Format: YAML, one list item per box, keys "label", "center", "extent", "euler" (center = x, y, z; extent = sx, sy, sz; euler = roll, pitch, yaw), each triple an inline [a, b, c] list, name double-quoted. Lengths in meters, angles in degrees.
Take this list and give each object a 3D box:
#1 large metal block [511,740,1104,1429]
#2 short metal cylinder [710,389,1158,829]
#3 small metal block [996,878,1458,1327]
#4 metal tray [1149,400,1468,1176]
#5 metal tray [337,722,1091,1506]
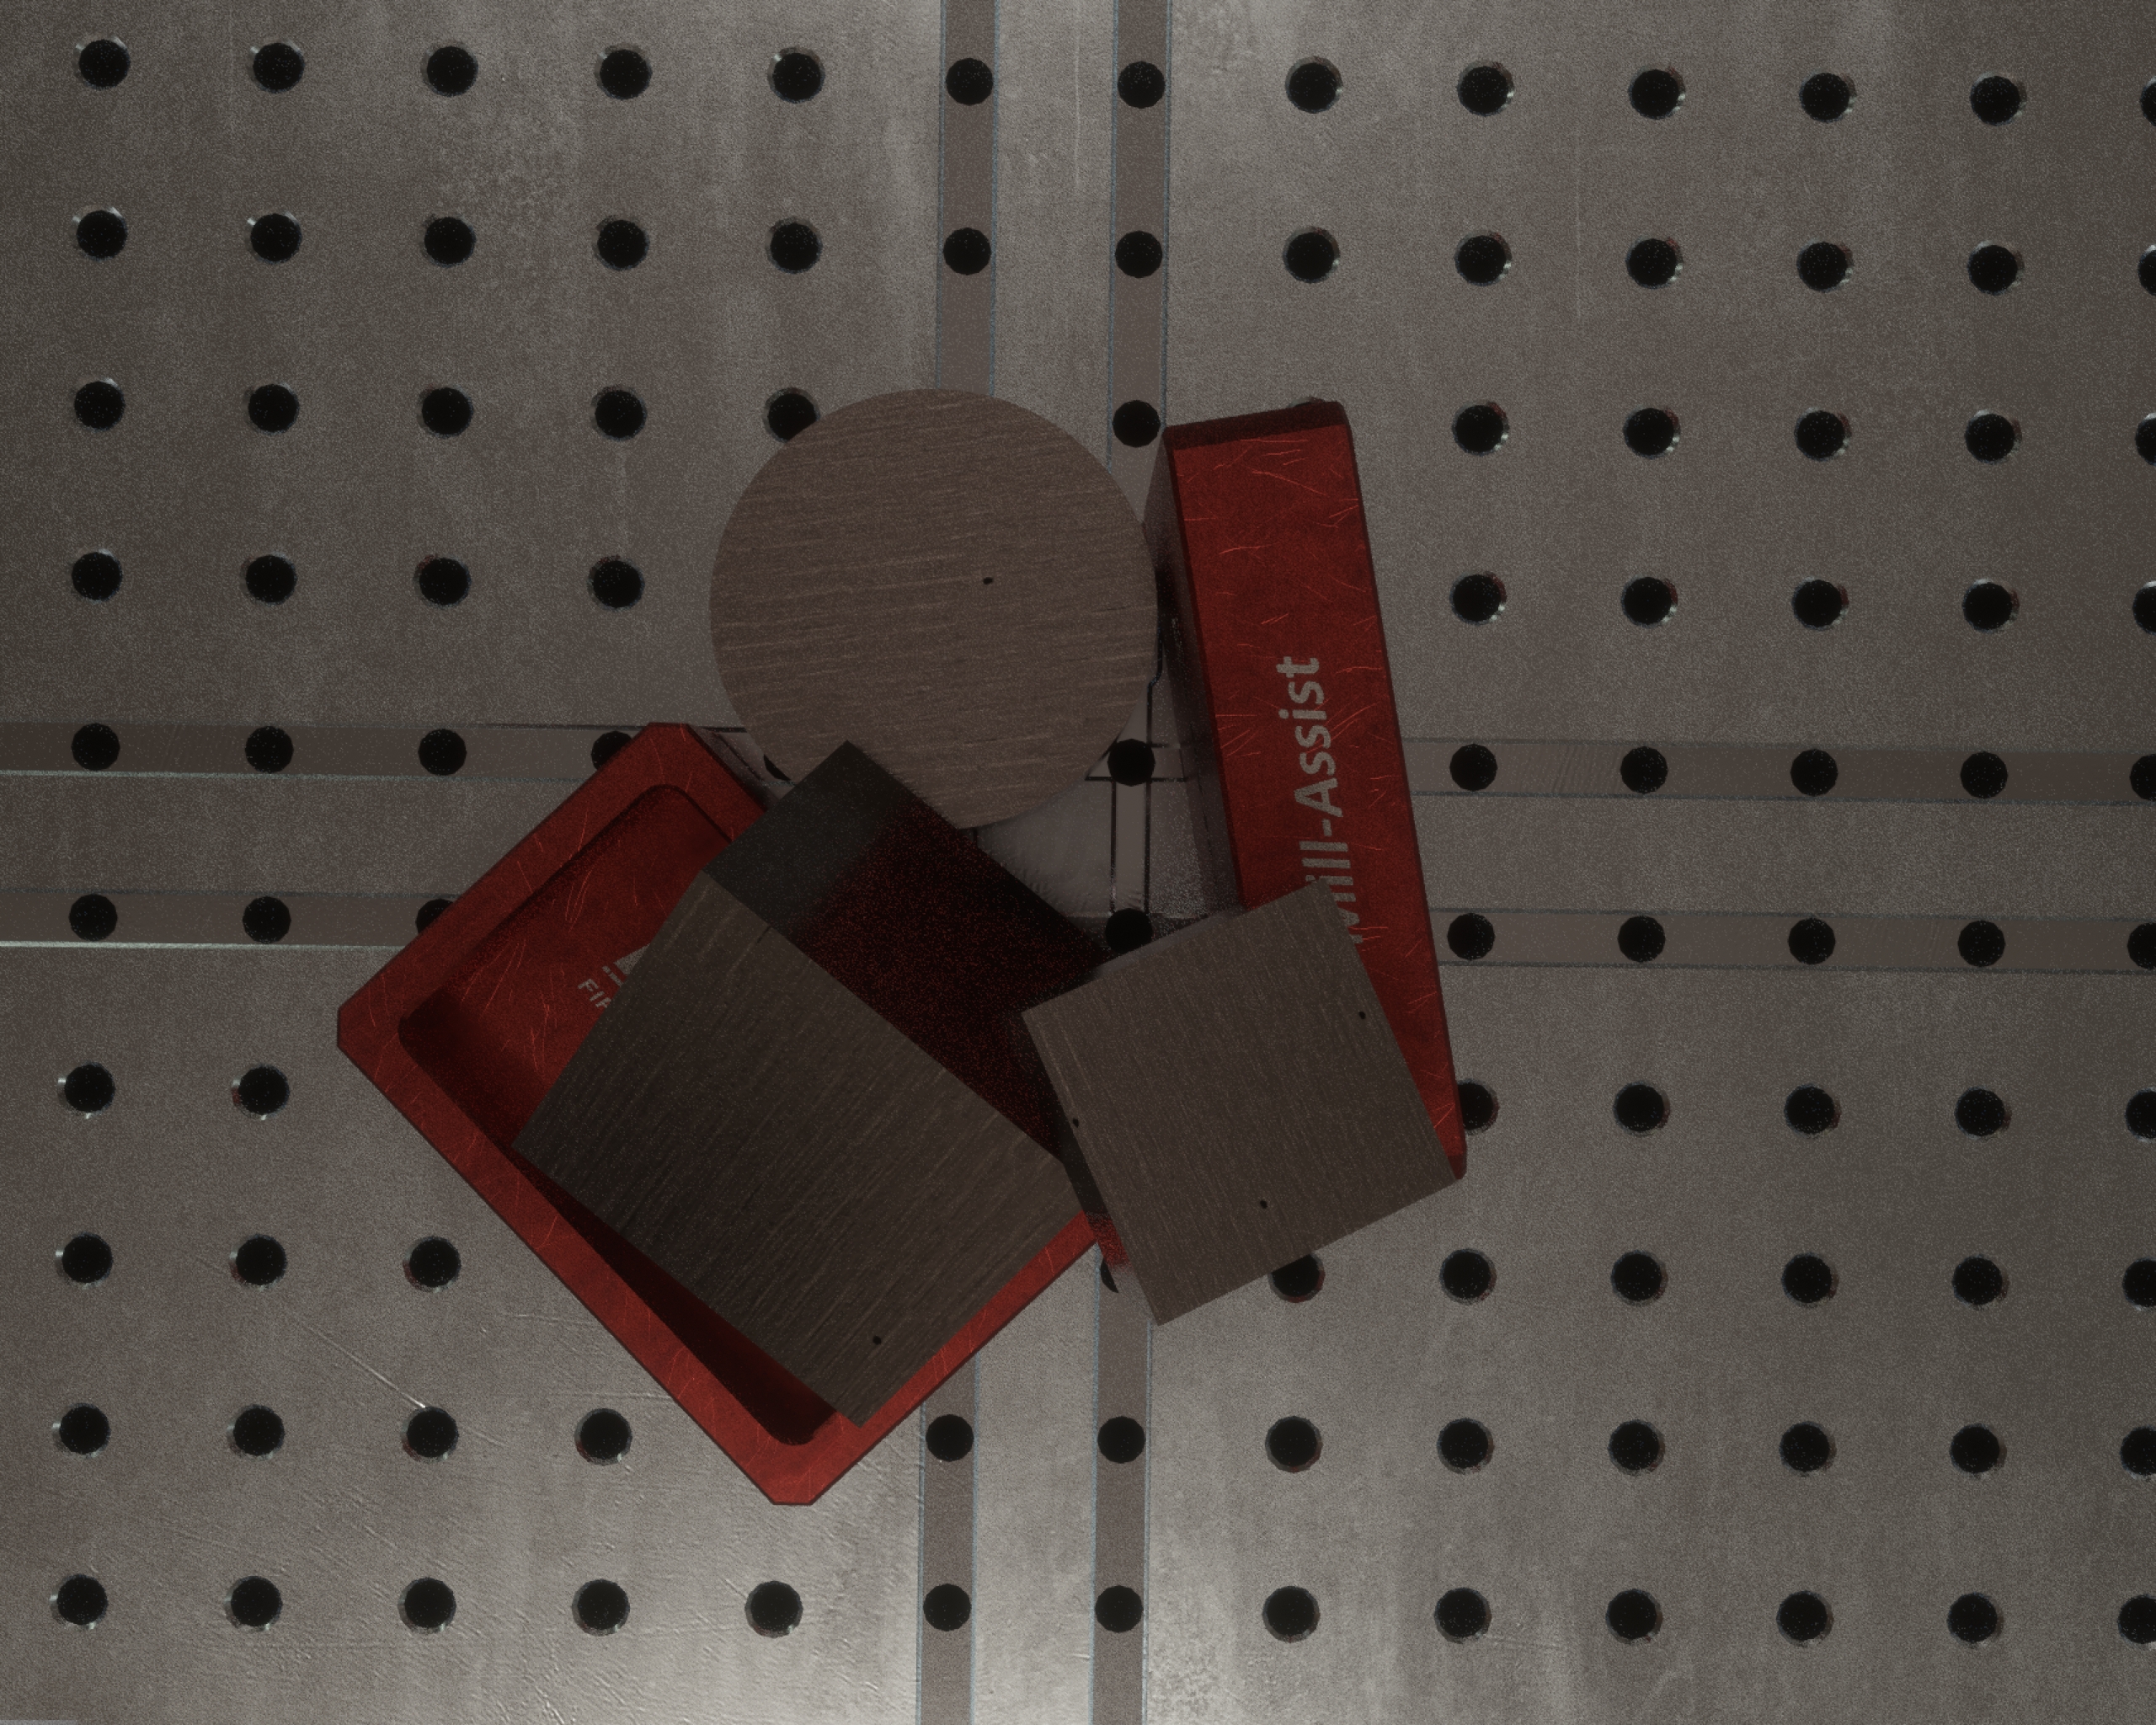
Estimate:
- label: "large metal block"
  center: [-0.040, 0.040, 0.369]
  extent: [0.080, 0.050, 0.080]
  euler: [40, 125, -1]
- label: "short metal cylinder"
  center: [-0.026, -0.046, 0.400]
  extent: [0.081, 0.050, 0.079]
  euler: [0, 90, -1]
- label: "small metal block"
  center: [0.022, 0.036, 0.319]
  extent: [0.050, 0.025, 0.050]
  euler: [-24, 91, -12]
- label: "metal tray"
  center: [0.039, -0.010, 0.381]
  extent: [0.030, 0.090, 0.129]
  euler: [-9, 90, 0]
- label: "metal tray"
  center: [-0.066, 0.048, 0.409]
  extent: [0.090, 0.030, 0.130]
  euler: [-43, 91, 0]
